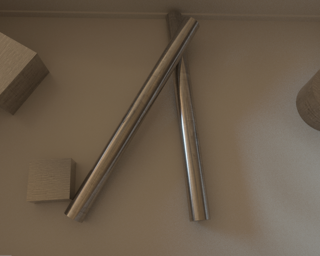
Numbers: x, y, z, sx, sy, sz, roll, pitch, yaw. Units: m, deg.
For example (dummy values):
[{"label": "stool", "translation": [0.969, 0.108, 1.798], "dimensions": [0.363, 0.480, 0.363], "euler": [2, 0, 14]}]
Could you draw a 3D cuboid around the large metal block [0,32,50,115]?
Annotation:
[{"label": "large metal block", "translation": [-0.216, -0.077, 0.422], "dimensions": [0.080, 0.050, 0.080], "euler": [30, 73, 10]}]

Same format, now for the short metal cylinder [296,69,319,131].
[{"label": "short metal cylinder", "translation": [0.233, -0.039, 0.414], "dimensions": [0.081, 0.050, 0.080], "euler": [0, 70, 0]}]

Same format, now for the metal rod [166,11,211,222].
[{"label": "metal rod", "translation": [0.034, -0.029, 0.420], "dimensions": [0.025, 0.025, 0.299], "euler": [-5, 70, -2]}]

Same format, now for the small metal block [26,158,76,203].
[{"label": "small metal block", "translation": [-0.133, 0.066, 0.384], "dimensions": [0.050, 0.025, 0.050], "euler": [-3, 70, -2]}]

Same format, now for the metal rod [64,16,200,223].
[{"label": "metal rod", "translation": [-0.030, -0.020, 0.400], "dimensions": [0.025, 0.025, 0.300], "euler": [28, 78, 9]}]
